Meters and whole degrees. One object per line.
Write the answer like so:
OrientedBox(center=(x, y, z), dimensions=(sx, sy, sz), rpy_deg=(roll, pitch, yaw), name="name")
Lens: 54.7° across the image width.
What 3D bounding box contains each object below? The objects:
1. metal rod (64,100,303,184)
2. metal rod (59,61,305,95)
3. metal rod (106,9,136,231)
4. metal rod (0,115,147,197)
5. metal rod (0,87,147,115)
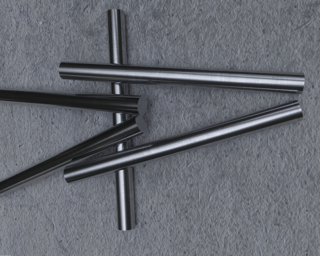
OrientedBox(center=(0.018, 0.022, 0.386), dimensions=(0.301, 0.025, 0.025), rpy_deg=(-17, 85, 12), name="metal rod")
OrientedBox(center=(0.016, -0.065, 0.387), dimensions=(0.301, 0.025, 0.025), rpy_deg=(5, 92, 13), name="metal rod")
OrientedBox(center=(-0.054, -0.012, 0.428), dimensions=(0.025, 0.025, 0.298), rpy_deg=(-3, 89, 19), name="metal rod")
OrientedBox(center=(-0.149, 0.050, 0.446), dimensions=(0.300, 0.025, 0.025), rpy_deg=(-24, 82, 23), name="metal rod")
OrientedBox(center=(-0.158, -0.042, 0.449), dimensions=(0.301, 0.025, 0.025), rpy_deg=(6, 92, 25), name="metal rod")
